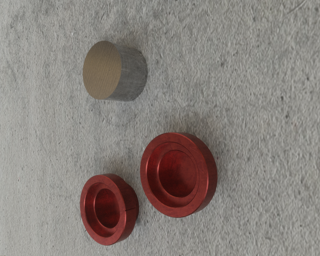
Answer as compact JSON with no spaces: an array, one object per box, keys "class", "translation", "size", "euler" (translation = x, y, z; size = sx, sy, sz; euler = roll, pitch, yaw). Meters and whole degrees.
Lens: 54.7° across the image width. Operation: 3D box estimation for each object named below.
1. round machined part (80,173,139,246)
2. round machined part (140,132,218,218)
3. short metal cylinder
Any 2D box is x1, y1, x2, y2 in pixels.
[{"class":"round machined part","translation":[-0.069,0.114,0.448],"size":[0.098,0.042,0.097],"euler":[0,90,39]},{"class":"round machined part","translation":[0.026,0.054,0.371],"size":[0.098,0.042,0.097],"euler":[0,90,39]},{"class":"short metal cylinder","translation":[-0.064,-0.078,0.439],"size":[0.080,0.050,0.079],"euler":[0,90,39]}]
